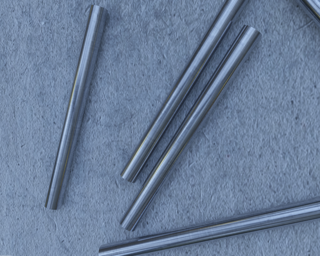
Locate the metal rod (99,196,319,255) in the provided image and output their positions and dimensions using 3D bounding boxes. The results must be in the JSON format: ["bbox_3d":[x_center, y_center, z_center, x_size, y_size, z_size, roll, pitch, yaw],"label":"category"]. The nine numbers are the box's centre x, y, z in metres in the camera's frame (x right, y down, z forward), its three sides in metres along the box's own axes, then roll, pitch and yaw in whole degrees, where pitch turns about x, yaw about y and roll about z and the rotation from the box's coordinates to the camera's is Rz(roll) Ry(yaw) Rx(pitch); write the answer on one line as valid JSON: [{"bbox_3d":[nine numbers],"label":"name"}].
[{"bbox_3d":[0.056,0.131,0.389,0.300,0.025,0.025,-19,84,19],"label":"metal rod"}]

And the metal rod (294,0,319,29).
[{"bbox_3d":[0.196,-0.106,0.339,0.025,0.025,0.299,-38,78,16],"label":"metal rod"}]

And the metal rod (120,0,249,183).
[{"bbox_3d":[0.033,-0.058,0.397,0.025,0.025,0.299,35,101,16],"label":"metal rod"}]

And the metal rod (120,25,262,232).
[{"bbox_3d":[0.033,0.008,0.397,0.025,0.025,0.299,35,101,16],"label":"metal rod"}]

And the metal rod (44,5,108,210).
[{"bbox_3d":[-0.123,-0.026,0.452,0.025,0.025,0.298,16,95,19],"label":"metal rod"}]
